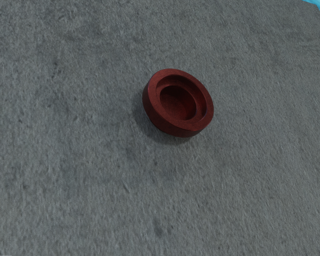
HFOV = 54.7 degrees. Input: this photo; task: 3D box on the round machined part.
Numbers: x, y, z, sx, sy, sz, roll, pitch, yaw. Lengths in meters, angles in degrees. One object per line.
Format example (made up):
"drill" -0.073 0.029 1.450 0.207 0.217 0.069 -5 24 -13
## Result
"round machined part" 0.021 -0.030 0.424 0.099 0.042 0.098 14 56 -21
